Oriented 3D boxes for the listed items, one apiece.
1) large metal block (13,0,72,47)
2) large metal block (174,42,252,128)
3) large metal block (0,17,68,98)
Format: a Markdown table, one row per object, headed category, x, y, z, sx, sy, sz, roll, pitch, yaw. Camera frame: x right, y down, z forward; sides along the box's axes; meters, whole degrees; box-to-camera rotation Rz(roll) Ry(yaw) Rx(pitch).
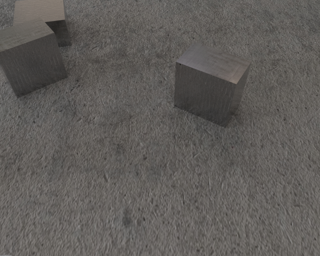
| category | x | y | z | sx | sy | sz | roll | pitch | yaw |
| --- | --- | --- | --- | --- | --- | --- | --- | --- | --- |
| large metal block | -0.202 | -0.182 | 0.538 | 0.081 | 0.050 | 0.080 | -11 | 51 | -9 |
| large metal block | 0.067 | -0.058 | 0.416 | 0.080 | 0.080 | 0.050 | 25 | 54 | 19 |
| large metal block | -0.192 | -0.102 | 0.452 | 0.081 | 0.080 | 0.050 | -29 | 56 | -22 |
